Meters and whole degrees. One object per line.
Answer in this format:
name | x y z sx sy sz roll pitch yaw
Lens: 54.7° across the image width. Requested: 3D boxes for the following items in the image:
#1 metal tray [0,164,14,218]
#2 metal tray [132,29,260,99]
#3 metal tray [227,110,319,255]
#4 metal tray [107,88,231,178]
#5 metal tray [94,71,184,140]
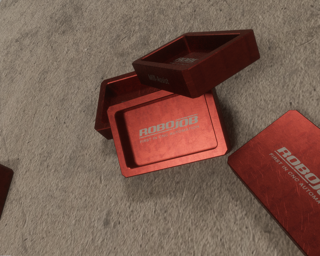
metal tray | -0.301 0.110 0.487 0.130 0.030 0.090 -11 57 21
metal tray | 0.034 -0.077 0.352 0.090 0.030 0.130 -33 26 -17
metal tray | 0.139 0.053 0.295 0.090 0.030 0.130 -38 51 2
metal tray | 0.009 0.001 0.368 0.130 0.030 0.090 -16 85 19
metal tray | -0.025 -0.040 0.436 0.130 0.030 0.090 -12 57 21
